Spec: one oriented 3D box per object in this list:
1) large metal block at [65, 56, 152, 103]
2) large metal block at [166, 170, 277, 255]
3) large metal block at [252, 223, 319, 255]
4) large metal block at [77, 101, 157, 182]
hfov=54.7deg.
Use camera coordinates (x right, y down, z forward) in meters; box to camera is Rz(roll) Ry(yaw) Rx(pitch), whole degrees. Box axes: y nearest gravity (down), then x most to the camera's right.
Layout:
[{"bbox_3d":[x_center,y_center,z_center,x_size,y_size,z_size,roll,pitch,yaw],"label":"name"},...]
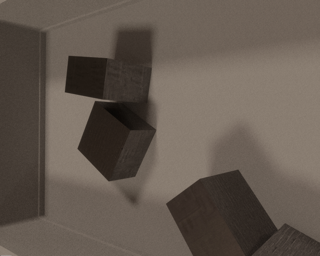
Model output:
[{"bbox_3d":[-0.071,-0.066,0.427,0.080,0.081,0.050,13,99,39],"label":"large metal block"},{"bbox_3d":[0.066,0.094,0.316,0.050,0.081,0.080,-44,64,31],"label":"large metal block"},{"bbox_3d":[0.123,0.138,0.265,0.080,0.081,0.050,27,115,36],"label":"large metal block"},{"bbox_3d":[-0.063,0.017,0.440,0.080,0.050,0.079,37,113,33],"label":"large metal block"}]
